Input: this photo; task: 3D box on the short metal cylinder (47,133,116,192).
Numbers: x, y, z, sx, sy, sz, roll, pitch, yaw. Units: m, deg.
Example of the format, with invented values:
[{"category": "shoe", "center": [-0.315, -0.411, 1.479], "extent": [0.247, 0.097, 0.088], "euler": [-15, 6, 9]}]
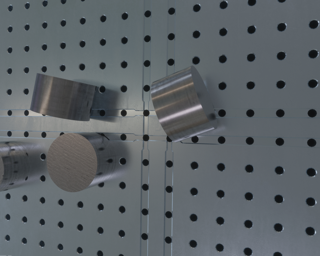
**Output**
[{"category": "short metal cylinder", "center": [-0.110, 0.046, 0.438], "extent": [0.080, 0.050, 0.079], "euler": [0, 90, 20]}]

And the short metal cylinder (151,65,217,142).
[{"category": "short metal cylinder", "center": [0.030, -0.028, 0.373], "extent": [0.050, 0.080, 0.080], "euler": [-21, 83, 19]}]

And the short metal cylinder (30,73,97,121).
[{"category": "short metal cylinder", "center": [-0.133, -0.043, 0.430], "extent": [0.080, 0.080, 0.050], "euler": [14, 95, 19]}]

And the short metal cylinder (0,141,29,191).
[{"category": "short metal cylinder", "center": [-0.258, 0.061, 0.490], "extent": [0.080, 0.050, 0.079], "euler": [0, 90, 20]}]
